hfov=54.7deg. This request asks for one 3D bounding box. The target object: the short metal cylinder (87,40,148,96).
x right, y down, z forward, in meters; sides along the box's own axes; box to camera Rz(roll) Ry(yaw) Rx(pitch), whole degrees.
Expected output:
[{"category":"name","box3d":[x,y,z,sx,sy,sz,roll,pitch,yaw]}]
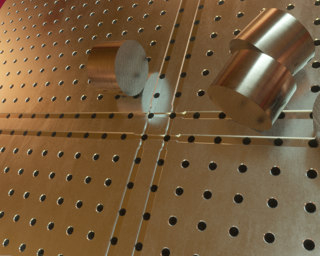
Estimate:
[{"category":"short metal cylinder","box3d":[-0.061,-0.089,0.459,0.050,0.080,0.080,7,65,31]}]

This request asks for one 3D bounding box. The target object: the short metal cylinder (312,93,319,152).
[{"category":"short metal cylinder","box3d":[0.191,-0.003,0.294,0.080,0.050,0.080,-13,56,21]}]

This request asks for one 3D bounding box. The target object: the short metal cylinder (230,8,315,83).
[{"category":"short metal cylinder","box3d":[0.129,-0.090,0.361,0.050,0.080,0.080,-44,51,-2]}]

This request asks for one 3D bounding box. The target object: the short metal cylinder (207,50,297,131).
[{"category":"short metal cylinder","box3d":[0.101,-0.041,0.345,0.080,0.080,0.050,28,78,37]}]
